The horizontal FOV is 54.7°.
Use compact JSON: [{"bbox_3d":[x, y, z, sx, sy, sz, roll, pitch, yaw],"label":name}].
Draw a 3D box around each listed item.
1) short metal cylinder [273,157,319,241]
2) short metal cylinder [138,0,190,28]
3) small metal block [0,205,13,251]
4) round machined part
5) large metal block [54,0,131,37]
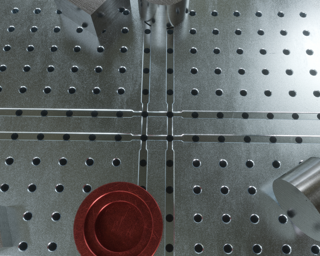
[{"bbox_3d":[0.177,0.080,0.354,0.050,0.080,0.080,-30,73,-10],"label":"short metal cylinder"},{"bbox_3d":[0.006,-0.202,0.472,0.081,0.050,0.080,0,70,0],"label":"short metal cylinder"},{"bbox_3d":[-0.208,0.124,0.365,0.050,0.025,0.050,-18,71,-7],"label":"small metal block"},{"bbox_3d":[-0.046,0.115,0.360,0.099,0.042,0.098,0,70,0],"label":"round machined part"},{"bbox_3d":[-0.104,-0.200,0.471,0.080,0.050,0.080,35,74,12],"label":"large metal block"}]
